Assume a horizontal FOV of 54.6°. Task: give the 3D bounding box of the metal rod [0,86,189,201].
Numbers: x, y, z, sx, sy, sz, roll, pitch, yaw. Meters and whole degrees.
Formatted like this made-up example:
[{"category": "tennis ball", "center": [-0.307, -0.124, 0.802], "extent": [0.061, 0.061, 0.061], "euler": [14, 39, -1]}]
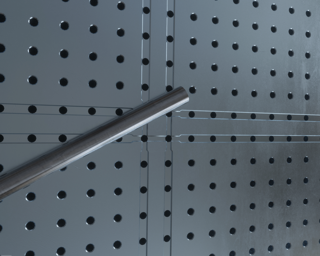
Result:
[{"category": "metal rod", "center": [-0.094, 0.022, 0.377], "extent": [0.302, 0.025, 0.025], "euler": [-28, 100, -18]}]
